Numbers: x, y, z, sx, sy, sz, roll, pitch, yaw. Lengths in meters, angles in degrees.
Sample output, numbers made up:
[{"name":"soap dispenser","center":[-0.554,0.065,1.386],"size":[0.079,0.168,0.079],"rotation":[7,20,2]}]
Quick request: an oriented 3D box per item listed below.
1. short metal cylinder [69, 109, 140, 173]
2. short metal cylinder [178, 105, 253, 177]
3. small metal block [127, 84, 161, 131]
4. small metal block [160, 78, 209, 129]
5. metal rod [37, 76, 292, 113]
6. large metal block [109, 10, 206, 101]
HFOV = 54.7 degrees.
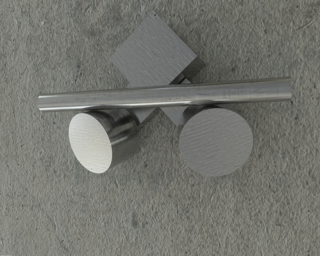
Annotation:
[{"name":"short metal cylinder","center":[-0.074,0.013,0.407],"size":[0.080,0.050,0.079],"rotation":[15,115,34]},{"name":"short metal cylinder","center":[0.061,0.009,0.360],"size":[0.080,0.050,0.079],"rotation":[0,108,1]},{"name":"small metal block","center":[-0.032,-0.029,0.422],"size":[0.050,0.025,0.050],"rotation":[-45,76,13]},{"name":"small metal block","center":[0.036,-0.027,0.397],"size":[0.050,0.025,0.050],"rotation":[-45,76,14]},{"name":"metal rod","center":[-0.011,-0.036,0.359],"size":[0.301,0.025,0.025],"rotation":[-1,90,19]},{"name":"large metal block","center":[-0.002,-0.085,0.395],"size":[0.080,0.050,0.080],"rotation":[-44,77,14]}]
